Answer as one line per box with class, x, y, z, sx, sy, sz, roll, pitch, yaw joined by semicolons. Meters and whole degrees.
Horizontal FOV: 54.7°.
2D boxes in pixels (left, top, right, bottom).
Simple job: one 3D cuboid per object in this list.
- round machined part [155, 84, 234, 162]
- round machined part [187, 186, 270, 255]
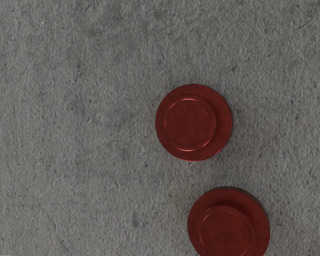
round machined part;0.039;-0.006;0.386;0.098;0.042;0.097;0;90;20
round machined part;0.080;0.122;0.372;0.098;0.042;0.097;0;90;20
